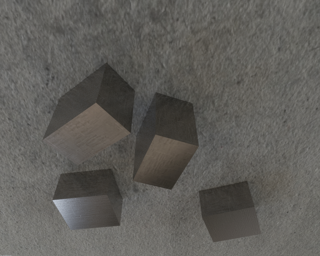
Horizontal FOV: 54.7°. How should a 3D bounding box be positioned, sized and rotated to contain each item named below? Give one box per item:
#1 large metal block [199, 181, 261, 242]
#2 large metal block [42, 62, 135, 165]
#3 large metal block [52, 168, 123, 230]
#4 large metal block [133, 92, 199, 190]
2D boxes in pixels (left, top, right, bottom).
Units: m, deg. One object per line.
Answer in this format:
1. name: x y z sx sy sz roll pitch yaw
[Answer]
1. large metal block: 0.116 0.140 0.512 0.080 0.050 0.080 -15 129 12
2. large metal block: -0.078 -0.017 0.356 0.080 0.080 0.050 -31 124 23
3. large metal block: -0.109 0.113 0.485 0.080 0.050 0.080 -7 130 5
4. large metal block: 0.005 0.016 0.385 0.050 0.080 0.079 16 128 -13
